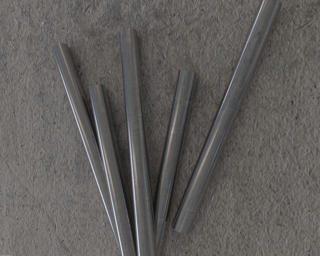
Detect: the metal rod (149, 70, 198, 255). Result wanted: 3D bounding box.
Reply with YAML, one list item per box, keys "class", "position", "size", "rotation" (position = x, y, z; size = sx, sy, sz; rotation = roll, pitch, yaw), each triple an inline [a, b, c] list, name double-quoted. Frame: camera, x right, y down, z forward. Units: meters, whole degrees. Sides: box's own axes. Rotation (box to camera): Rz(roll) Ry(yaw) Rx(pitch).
- class: "metal rod"
  position: [0.008, 0.075, 0.406]
  size: [0.025, 0.025, 0.298]
  rotation: [12, 94, 19]

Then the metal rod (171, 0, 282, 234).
- class: "metal rod"
  position: [0.079, -0.009, 0.381]
  size: [0.025, 0.025, 0.298]
  rotation: [23, 97, 18]

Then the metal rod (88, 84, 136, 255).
- class: "metal rod"
  position: [-0.056, 0.085, 0.413]
  size: [0.025, 0.025, 0.299]
  rotation: [-17, 79, 19]

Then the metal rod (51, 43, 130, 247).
- class: "metal rod"
  position: [-0.098, 0.019, 0.443]
  size: [0.025, 0.025, 0.299]
  rotation: [-23, 83, 18]

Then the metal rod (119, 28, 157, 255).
- class: "metal rod"
  position: [-0.030, 0.016, 0.404]
  size: [0.025, 0.025, 0.298]
  rotation: [-8, 82, 20]
